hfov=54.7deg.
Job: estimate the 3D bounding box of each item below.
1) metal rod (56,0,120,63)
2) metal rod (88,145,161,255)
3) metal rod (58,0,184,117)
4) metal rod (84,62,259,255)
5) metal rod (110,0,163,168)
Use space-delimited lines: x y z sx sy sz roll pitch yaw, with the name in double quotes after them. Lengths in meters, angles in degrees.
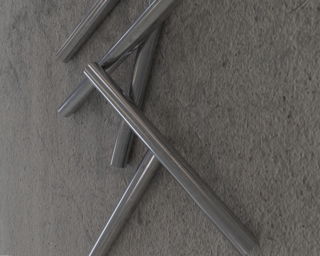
-0.072 -0.199 0.464 0.299 0.025 0.025 -37 68 34 "metal rod"
-0.066 0.141 0.459 0.025 0.025 0.298 44 116 31 "metal rod"
-0.074 -0.090 0.442 0.299 0.025 0.025 -33 69 42 "metal rod"
0.001 0.023 0.377 0.300 0.025 0.025 48 119 20 "metal rod"
-0.023 -0.087 0.424 0.025 0.025 0.298 24 105 37 "metal rod"
